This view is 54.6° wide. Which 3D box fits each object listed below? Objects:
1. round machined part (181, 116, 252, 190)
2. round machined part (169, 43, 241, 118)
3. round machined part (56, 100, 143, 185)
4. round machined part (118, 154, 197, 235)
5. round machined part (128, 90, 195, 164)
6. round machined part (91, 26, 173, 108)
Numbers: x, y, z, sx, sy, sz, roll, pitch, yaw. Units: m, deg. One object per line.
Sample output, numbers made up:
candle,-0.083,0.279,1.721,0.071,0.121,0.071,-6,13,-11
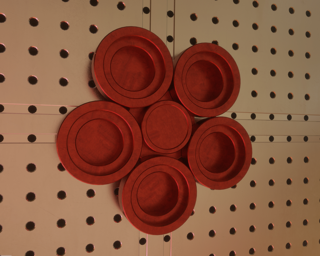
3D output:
round machined part,0.074,0.033,0.430,0.099,0.042,0.097,0,90,-20
round machined part,0.056,-0.063,0.424,0.099,0.042,0.097,0,90,-20
round machined part,-0.074,0.017,0.376,0.099,0.042,0.097,0,90,-20
round machined part,-0.006,0.083,0.401,0.099,0.042,0.097,0,90,-20
round machined part,0.003,-0.001,0.404,0.099,0.042,0.097,0,90,-20
round machined part,-0.036,-0.073,0.390,0.099,0.042,0.097,0,90,-20
